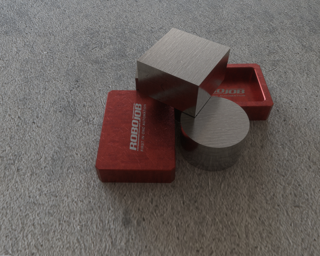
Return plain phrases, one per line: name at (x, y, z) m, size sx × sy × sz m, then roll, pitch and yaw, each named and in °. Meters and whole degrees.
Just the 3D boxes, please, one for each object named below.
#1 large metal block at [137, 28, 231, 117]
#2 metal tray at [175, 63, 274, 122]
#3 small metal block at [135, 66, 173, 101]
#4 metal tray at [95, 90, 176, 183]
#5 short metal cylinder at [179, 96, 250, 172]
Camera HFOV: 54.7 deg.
large metal block at (0.029, -0.071, 0.382) m, size 0.080 × 0.050 × 0.080 m, roll 26°, pitch 55°, yaw 20°
metal tray at (0.085, -0.052, 0.446) m, size 0.131 × 0.030 × 0.090 m, roll -1°, pitch 50°, yaw -1°
small metal block at (-0.008, -0.060, 0.439) m, size 0.050 × 0.050 × 0.025 m, roll 1°, pitch 50°, yaw 0°
metal tray at (-0.027, 0.007, 0.397) m, size 0.091 × 0.030 × 0.130 m, roll 1°, pitch 50°, yaw 0°
short metal cylinder at (0.065, 0.007, 0.383) m, size 0.080 × 0.050 × 0.080 m, roll 0°, pitch 50°, yaw 0°
